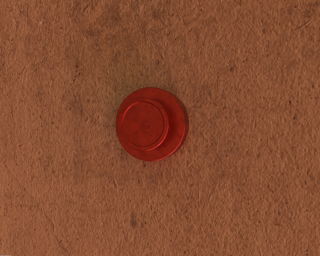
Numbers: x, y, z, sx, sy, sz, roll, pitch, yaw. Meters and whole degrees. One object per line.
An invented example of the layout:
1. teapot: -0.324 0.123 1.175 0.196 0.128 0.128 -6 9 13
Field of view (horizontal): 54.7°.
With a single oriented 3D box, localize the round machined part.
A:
1. round machined part: -0.015 -0.005 0.405 0.098 0.042 0.097 0 90 19
